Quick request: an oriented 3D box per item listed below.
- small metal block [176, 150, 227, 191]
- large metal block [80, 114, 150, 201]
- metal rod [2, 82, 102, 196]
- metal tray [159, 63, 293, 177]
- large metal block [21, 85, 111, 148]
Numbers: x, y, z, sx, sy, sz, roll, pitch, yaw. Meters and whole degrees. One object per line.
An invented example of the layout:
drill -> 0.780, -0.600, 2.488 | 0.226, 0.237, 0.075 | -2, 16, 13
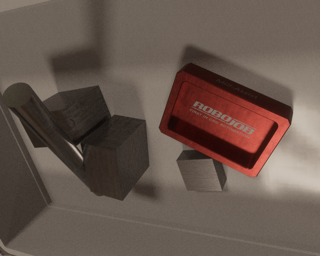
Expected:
small metal block -> 0.056, 0.056, 0.413 | 0.050, 0.025, 0.050 | -7, 115, 31
large metal block -> -0.057, 0.038, 0.425 | 0.050, 0.080, 0.079 | 11, 123, 22
metal rod -> -0.111, 0.038, 0.394 | 0.025, 0.025, 0.299 | 23, 157, 14
metal tray -> 0.072, -0.009, 0.361 | 0.130, 0.030, 0.089 | 26, 128, 11
large metal block -> -0.129, -0.016, 0.429 | 0.080, 0.080, 0.050 | -5, 116, 30
